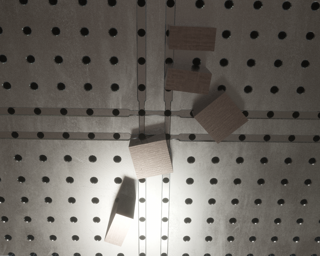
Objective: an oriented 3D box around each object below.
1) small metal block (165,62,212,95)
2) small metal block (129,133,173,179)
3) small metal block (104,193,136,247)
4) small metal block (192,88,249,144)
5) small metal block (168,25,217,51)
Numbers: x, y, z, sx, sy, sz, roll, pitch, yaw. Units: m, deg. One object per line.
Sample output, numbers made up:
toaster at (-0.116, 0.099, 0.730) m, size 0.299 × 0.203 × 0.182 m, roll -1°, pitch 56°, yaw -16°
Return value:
small metal block at (0.033, -0.062, 0.378) m, size 0.050 × 0.050 × 0.025 m, roll 7°, pitch 110°, yaw -3°
small metal block at (-0.012, 0.039, 0.428) m, size 0.050 × 0.025 × 0.050 m, roll -12°, pitch 110°, yaw 4°
small metal block at (-0.057, 0.132, 0.448) m, size 0.025 × 0.050 × 0.050 m, roll 21°, pitch 109°, yaw -8°
small metal block at (0.079, -0.016, 0.409) m, size 0.050 × 0.025 × 0.050 m, roll -40°, pitch 106°, yaw 13°
small metal block at (0.035, -0.106, 0.361) m, size 0.050 × 0.050 × 0.025 m, roll 2°, pitch 110°, yaw -1°
